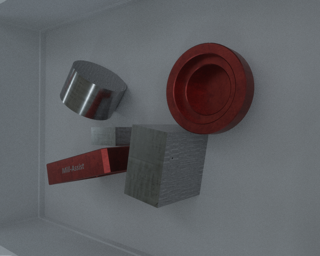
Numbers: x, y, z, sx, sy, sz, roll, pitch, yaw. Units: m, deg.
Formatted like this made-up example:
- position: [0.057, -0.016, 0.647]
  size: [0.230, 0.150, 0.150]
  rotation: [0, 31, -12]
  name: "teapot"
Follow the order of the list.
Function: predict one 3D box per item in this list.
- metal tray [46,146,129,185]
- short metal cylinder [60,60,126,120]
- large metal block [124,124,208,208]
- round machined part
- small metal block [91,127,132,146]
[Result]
- position: [-0.083, 0.051, 0.430]
  size: [0.130, 0.091, 0.030]
  rotation: [-16, 80, 38]
  name: "metal tray"
- position: [-0.096, -0.055, 0.448]
  size: [0.080, 0.081, 0.050]
  rotation: [46, 117, 30]
  name: "short metal cylinder"
- position: [0.009, 0.039, 0.362]
  size: [0.050, 0.081, 0.079]
  rotation: [13, 98, 39]
  name: "large metal block"
- position: [0.058, -0.042, 0.345]
  size: [0.098, 0.042, 0.097]
  rotation: [-1, 88, 39]
  name: "round machined part"
- position: [-0.061, 0.011, 0.439]
  size: [0.050, 0.050, 0.025]
  rotation: [-1, 90, 39]
  name: "small metal block"
